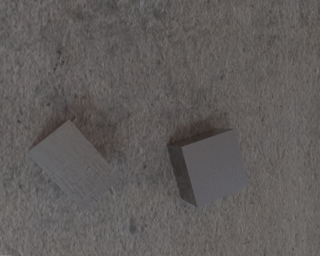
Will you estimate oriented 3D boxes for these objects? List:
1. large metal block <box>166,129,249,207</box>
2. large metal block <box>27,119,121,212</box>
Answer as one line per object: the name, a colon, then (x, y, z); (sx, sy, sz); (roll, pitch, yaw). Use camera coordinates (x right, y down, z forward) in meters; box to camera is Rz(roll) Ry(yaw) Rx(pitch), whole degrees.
large metal block: (0.064, 0.050, 0.421); (0.081, 0.050, 0.080); (-17, 96, -20)
large metal block: (-0.097, 0.037, 0.345); (0.050, 0.080, 0.080); (-42, 104, -15)
